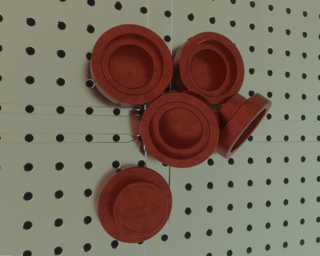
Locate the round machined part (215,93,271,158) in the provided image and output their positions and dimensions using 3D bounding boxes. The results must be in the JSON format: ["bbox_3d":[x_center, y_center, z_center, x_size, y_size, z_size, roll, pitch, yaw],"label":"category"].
[{"bbox_3d":[0.104,-0.008,0.424,0.042,0.098,0.098,40,74,20],"label":"round machined part"}]

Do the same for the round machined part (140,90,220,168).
[{"bbox_3d":[0.028,-0.002,0.398,0.098,0.042,0.097,5,109,14],"label":"round machined part"}]

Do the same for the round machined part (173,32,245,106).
[{"bbox_3d":[0.063,-0.078,0.427,0.099,0.042,0.097,1,88,-21],"label":"round machined part"}]

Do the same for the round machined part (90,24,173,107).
[{"bbox_3d":[-0.037,-0.074,0.386,0.099,0.042,0.097,2,84,-15],"label":"round machined part"}]

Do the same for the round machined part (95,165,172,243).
[{"bbox_3d":[-0.029,0.098,0.394,0.099,0.042,0.097,0,90,-21],"label":"round machined part"}]
